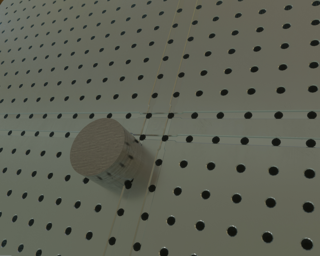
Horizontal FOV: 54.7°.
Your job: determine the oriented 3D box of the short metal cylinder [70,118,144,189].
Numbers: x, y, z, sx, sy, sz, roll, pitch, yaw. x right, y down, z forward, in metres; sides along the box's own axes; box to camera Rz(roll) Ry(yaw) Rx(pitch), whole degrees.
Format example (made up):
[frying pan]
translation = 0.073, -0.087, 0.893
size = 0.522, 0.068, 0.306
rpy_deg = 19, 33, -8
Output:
[short metal cylinder]
translation = -0.069, 0.034, 0.406
size = 0.080, 0.050, 0.080
rpy_deg = -13, 56, 20
